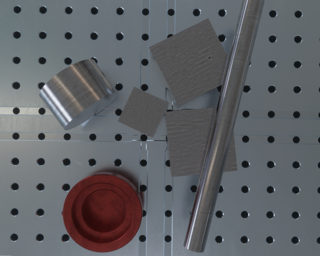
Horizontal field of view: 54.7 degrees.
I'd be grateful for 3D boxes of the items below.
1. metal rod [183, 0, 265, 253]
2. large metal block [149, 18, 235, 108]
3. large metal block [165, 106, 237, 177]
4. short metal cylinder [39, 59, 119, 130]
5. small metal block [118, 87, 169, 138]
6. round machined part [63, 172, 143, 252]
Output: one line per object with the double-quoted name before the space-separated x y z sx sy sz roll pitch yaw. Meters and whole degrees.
"metal rod" 0.075 -0.005 0.363 0.025 0.025 0.298 14 90 0
"large metal block" 0.041 -0.080 0.401 0.080 0.050 0.080 -27 90 0
"large metal block" 0.050 0.016 0.401 0.081 0.050 0.080 -6 90 0
"short metal cylinder" -0.099 -0.041 0.385 0.080 0.080 0.050 -36 90 0
"small metal block" -0.021 -0.021 0.413 0.050 0.025 0.050 25 90 0
"round machined part" -0.071 0.106 0.404 0.099 0.042 0.097 0 90 0
